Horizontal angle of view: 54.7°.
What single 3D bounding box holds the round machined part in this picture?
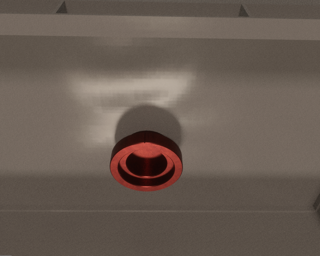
[{"bbox_3d":[-0.018,0.042,0.433,0.099,0.042,0.097,-1,130,0],"label":"round machined part"}]
